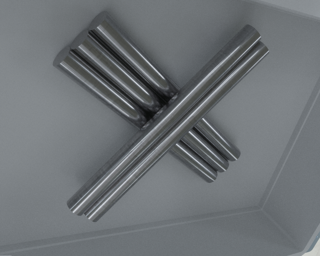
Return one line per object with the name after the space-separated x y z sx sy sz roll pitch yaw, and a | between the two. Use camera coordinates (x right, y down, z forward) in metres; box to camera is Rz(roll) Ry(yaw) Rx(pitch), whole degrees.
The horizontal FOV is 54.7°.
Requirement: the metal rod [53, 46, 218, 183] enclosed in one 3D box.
-0.008 0.003 0.403 0.025 0.025 0.301 -47 129 4 | metal rod

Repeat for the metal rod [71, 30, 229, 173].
0.010 -0.014 0.403 0.025 0.025 0.301 -47 129 4 | metal rod

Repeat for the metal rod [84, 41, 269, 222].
0.018 0.005 0.387 0.300 0.025 0.025 -45 129 3 | metal rod

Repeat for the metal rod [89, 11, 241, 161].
0.028 -0.032 0.402 0.025 0.025 0.301 -47 129 4 | metal rod

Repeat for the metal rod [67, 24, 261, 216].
0.003 -0.007 0.371 0.300 0.025 0.025 -45 129 3 | metal rod
